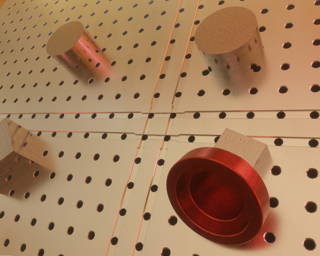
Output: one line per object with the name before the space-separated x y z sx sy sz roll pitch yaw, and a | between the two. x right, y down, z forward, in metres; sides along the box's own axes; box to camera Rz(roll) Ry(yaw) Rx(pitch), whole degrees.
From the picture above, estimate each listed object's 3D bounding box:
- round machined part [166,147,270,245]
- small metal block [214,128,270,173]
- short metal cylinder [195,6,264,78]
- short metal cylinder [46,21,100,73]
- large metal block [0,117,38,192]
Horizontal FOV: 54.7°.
round machined part | 0.059 0.062 0.305 0.098 0.097 0.042 10 30 32
small metal block | 0.085 0.034 0.343 0.050 0.025 0.050 26 76 37
short metal cylinder | 0.093 -0.114 0.413 0.080 0.050 0.080 -13 56 21
short metal cylinder | -0.158 -0.147 0.566 0.080 0.050 0.080 -13 56 21
large metal block | -0.254 0.043 0.499 0.080 0.050 0.080 -37 51 3
